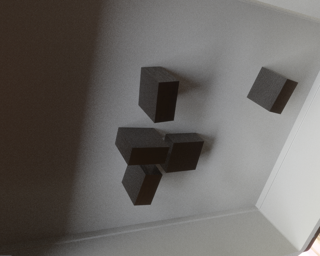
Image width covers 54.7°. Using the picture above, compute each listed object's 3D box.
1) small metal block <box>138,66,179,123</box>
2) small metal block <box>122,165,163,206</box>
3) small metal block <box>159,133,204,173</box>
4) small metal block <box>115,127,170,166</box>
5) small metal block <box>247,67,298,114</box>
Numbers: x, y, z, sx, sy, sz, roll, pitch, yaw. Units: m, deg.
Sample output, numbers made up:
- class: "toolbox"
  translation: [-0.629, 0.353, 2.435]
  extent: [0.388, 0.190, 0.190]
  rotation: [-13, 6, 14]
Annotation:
- class: "small metal block"
  translation: [-0.003, -0.041, 0.367]
  extent: [0.025, 0.050, 0.050]
  rotation: [-8, 122, -25]
- class: "small metal block"
  translation: [-0.026, 0.069, 0.423]
  extent: [0.025, 0.050, 0.050]
  rotation: [6, 115, -32]
- class: "small metal block"
  translation: [0.030, 0.035, 0.449]
  extent: [0.050, 0.025, 0.050]
  rotation: [-2, 119, -28]
- class: "small metal block"
  translation: [-0.024, 0.022, 0.395]
  extent: [0.050, 0.050, 0.025]
  rotation: [1, 118, -29]
- class: "small metal block"
  translation: [0.162, -0.055, 0.450]
  extent: [0.025, 0.050, 0.050]
  rotation: [9, 114, -33]
